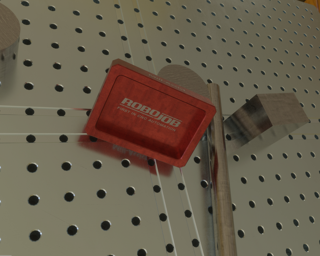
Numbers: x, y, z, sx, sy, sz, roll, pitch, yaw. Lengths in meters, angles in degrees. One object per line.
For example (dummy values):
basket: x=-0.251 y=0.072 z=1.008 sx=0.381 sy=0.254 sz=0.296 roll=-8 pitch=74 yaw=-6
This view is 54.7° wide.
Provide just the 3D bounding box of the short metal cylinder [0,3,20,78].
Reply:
short metal cylinder: x=-0.201 y=-0.100 z=0.345 sx=0.081 sy=0.050 sz=0.080 roll=14 pitch=56 yaw=-21

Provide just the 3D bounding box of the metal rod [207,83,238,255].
metal rod: x=0.079 y=0.063 z=0.414 sx=0.025 sy=0.025 sz=0.299 roll=15 pitch=56 yaw=-21

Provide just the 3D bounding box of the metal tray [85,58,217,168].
metal tray: x=-0.011 y=-0.014 z=0.369 sx=0.131 sy=0.089 sz=0.030 roll=22 pitch=20 yaw=-16

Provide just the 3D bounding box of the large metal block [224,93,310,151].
large metal block: x=0.158 y=-0.009 z=0.466 sx=0.081 sy=0.080 sz=0.050 roll=-6 pitch=65 yaw=-31

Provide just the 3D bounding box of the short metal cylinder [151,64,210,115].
short metal cylinder: x=0.022 y=-0.041 z=0.431 sx=0.081 sy=0.050 sz=0.080 roll=14 pitch=56 yaw=-21
